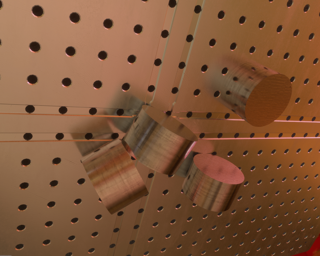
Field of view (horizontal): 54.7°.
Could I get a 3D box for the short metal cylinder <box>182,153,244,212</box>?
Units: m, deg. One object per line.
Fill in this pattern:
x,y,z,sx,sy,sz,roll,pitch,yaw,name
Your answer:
0.080,0.081,0.472,0.081,0.080,0.050,5,116,-31,short metal cylinder

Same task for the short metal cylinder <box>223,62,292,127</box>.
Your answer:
0.139,-0.048,0.443,0.081,0.050,0.079,-14,125,-21,short metal cylinder

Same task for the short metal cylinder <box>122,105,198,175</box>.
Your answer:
0.000,0.014,0.386,0.080,0.080,0.050,22,106,-37,short metal cylinder

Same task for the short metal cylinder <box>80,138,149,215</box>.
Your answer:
-0.056,0.058,0.383,0.050,0.080,0.080,-29,129,-11,short metal cylinder
